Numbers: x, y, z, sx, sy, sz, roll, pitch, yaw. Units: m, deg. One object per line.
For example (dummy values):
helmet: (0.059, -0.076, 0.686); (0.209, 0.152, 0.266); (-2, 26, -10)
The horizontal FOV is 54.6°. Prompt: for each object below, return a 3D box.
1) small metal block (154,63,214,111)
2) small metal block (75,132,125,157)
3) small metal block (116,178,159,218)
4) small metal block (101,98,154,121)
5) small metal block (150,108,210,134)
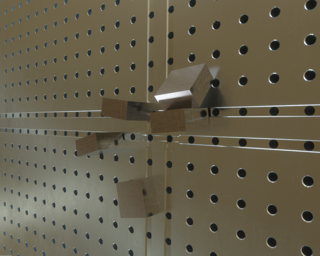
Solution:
small metal block: (0.029, -0.048, 0.368); (0.050, 0.050, 0.025); (-5, 131, 40)
small metal block: (-0.091, 0.025, 0.470); (0.050, 0.050, 0.025); (-19, 78, 38)
small metal block: (-0.033, 0.099, 0.438); (0.050, 0.025, 0.050); (-14, 81, 39)
small metal block: (-0.045, -0.026, 0.432); (0.050, 0.050, 0.025); (11, 97, 39)
small metal block: (0.024, -0.009, 0.373); (0.050, 0.050, 0.025); (-5, 90, 40)
